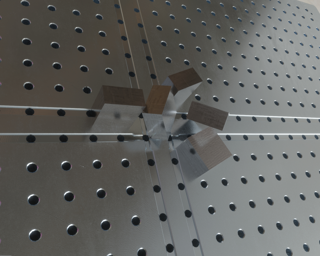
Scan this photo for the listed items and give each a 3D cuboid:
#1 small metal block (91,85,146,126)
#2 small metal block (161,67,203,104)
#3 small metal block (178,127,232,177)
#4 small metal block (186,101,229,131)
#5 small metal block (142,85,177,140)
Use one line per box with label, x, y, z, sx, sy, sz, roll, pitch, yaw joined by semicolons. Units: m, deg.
small metal block;-0.052;-0.026;0.381;0.050;0.050;0.025;2;61;-27
small metal block;0.025;-0.056;0.441;0.050;0.050;0.025;-26;76;-37
small metal block;0.062;0.031;0.425;0.050;0.025;0.050;-24;75;-37
small metal block;0.068;-0.017;0.430;0.050;0.025;0.050;20;7;12
small metal block;0.001;-0.020;0.403;0.025;0.050;0.050;5;51;17
